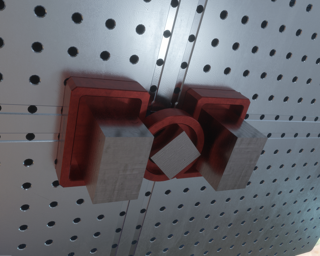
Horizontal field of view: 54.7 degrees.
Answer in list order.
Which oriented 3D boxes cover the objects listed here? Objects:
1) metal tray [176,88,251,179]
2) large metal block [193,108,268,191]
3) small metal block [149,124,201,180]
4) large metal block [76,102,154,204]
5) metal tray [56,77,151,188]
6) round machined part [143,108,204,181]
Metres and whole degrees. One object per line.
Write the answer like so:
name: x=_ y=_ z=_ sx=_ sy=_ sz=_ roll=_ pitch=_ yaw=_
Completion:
metal tray: x=0.068 y=0.010 z=0.450 sx=0.091 sy=0.030 sz=0.129 roll=0 pitch=118 yaw=-28
large metal block: x=0.087 y=0.028 z=0.422 sx=0.050 sy=0.080 sz=0.079 roll=1 pitch=118 yaw=-29
small metal block: x=0.015 y=0.028 z=0.384 sx=0.050 sy=0.025 sz=0.050 roll=-39 pitch=129 yaw=-2
large metal block: x=-0.054 y=0.025 z=0.344 sx=0.050 sy=0.080 sz=0.079 roll=1 pitch=118 yaw=-29
metal tray: x=-0.071 y=0.008 z=0.373 sx=0.091 sy=0.030 sz=0.129 roll=1 pitch=118 yaw=-29
round machined part: x=0.005 y=0.018 z=0.402 sx=0.099 sy=0.042 sz=0.097 roll=-14 pitch=124 yaw=-21
